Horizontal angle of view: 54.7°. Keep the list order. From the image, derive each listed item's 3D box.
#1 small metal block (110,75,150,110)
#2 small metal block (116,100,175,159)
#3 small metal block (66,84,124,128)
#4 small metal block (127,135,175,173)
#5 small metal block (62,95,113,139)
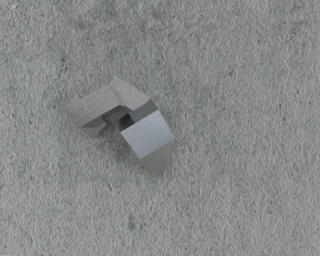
[{"bbox_3d":[-0.040,-0.040,0.398,0.050,0.050,0.025,32,90,-1],"label":"small metal block"},{"bbox_3d":[-0.017,0.002,0.374,0.050,0.025,0.050,-31,128,0],"label":"small metal block"},{"bbox_3d":[-0.070,-0.023,0.348,0.050,0.050,0.025,-29,90,0],"label":"small metal block"},{"bbox_3d":[-0.011,0.027,0.411,0.050,0.025,0.050,16,90,-1],"label":"small metal block"},{"bbox_3d":[-0.091,-0.014,0.398,0.025,0.050,0.050,-45,91,0],"label":"small metal block"}]
